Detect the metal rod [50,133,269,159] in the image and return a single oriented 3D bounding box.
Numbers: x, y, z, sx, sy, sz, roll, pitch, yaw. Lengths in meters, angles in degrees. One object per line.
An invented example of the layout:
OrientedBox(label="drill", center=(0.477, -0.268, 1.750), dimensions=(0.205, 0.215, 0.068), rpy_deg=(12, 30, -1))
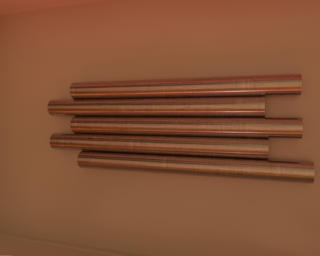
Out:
OrientedBox(label="metal rod", center=(-0.014, 0.022, 0.413), dimensions=(0.301, 0.025, 0.025), rpy_deg=(1, 90, 19))

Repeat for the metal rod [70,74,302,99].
OrientedBox(label="metal rod", center=(0.018, -0.052, 0.402), dimensions=(0.301, 0.025, 0.025), rpy_deg=(1, 90, 19))

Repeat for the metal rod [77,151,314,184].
OrientedBox(label="metal rod", center=(0.030, 0.048, 0.398), dimensions=(0.301, 0.025, 0.025), rpy_deg=(1, 90, 19))

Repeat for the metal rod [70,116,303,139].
OrientedBox(label="metal rod", center=(0.019, -0.002, 0.402), dimensions=(0.301, 0.025, 0.025), rpy_deg=(1, 90, 19))

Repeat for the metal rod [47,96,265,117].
OrientedBox(label="metal rod", center=(-0.018, -0.028, 0.414), dimensions=(0.301, 0.025, 0.025), rpy_deg=(1, 90, 19))
